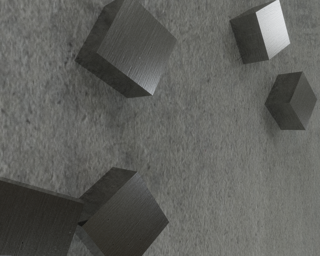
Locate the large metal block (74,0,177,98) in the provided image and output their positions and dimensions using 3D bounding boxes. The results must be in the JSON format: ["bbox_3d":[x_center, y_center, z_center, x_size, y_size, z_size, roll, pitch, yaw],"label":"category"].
[{"bbox_3d":[-0.037,-0.091,0.359,0.080,0.050,0.080,35,68,-35],"label":"large metal block"}]

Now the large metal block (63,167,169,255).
[{"bbox_3d":[-0.048,0.103,0.350,0.080,0.050,0.080,-43,117,-32],"label":"large metal block"}]

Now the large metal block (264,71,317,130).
[{"bbox_3d":[0.259,-0.052,0.610,0.080,0.050,0.080,46,62,-31],"label":"large metal block"}]

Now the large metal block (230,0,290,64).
[{"bbox_3d":[0.175,-0.167,0.538,0.080,0.050,0.080,-37,113,-34],"label":"large metal block"}]

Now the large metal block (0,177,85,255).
[{"bbox_3d":[-0.119,0.093,0.270,0.080,0.050,0.080,19,76,-11],"label":"large metal block"}]
